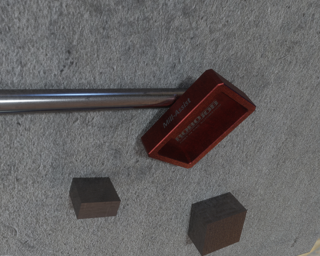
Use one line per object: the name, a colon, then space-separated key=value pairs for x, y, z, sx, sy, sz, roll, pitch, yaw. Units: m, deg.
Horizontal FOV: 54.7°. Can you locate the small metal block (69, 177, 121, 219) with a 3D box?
small metal block: x=-0.085 y=0.089 z=0.401 sx=0.050 sy=0.050 sz=0.025 roll=5 pitch=116 yaw=-31

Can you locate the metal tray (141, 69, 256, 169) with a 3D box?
metal tray: x=0.050 y=-0.005 z=0.403 sx=0.090 sy=0.030 sz=0.130 roll=23 pitch=119 yaw=-44

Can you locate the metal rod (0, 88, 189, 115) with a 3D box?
metal rod: x=-0.069 y=-0.032 z=0.350 sx=0.303 sy=0.025 sz=0.025 roll=-4 pitch=120 yaw=-27

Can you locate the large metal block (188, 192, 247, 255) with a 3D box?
large metal block: x=0.101 y=0.171 z=0.554 sx=0.081 sy=0.050 sz=0.079 roll=-11 pitch=123 yaw=-23
